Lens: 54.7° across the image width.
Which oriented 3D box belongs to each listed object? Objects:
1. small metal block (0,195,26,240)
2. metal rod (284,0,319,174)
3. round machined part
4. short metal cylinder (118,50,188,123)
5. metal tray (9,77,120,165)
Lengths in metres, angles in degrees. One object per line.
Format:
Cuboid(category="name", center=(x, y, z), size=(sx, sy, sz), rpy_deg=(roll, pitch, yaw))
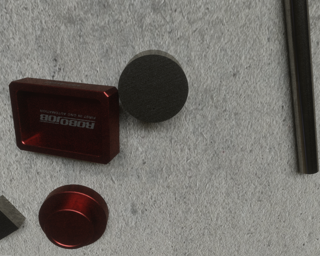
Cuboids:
Cuboid(category="small metal block", center=(-0.239, 0.135, 0.456), size=(0.050, 0.025, 0.050), rpy_deg=(-32, 107, 10))
Cuboid(category="metal rod", center=(0.175, -0.078, 0.383), size=(0.025, 0.025, 0.298), rpy_deg=(-13, 110, 4))
Cuboid(category="round machined part", center=(-0.127, 0.135, 0.449), size=(0.099, 0.042, 0.097), rpy_deg=(0, 110, -1))
Cuboid(category="short metal cylinder", center=(-0.008, -0.052, 0.377), size=(0.081, 0.050, 0.079), rpy_deg=(0, 110, -1))
Cuboid(category="metal tray", center=(-0.116, -0.010, 0.382), size=(0.131, 0.030, 0.089), rpy_deg=(8, 111, 14))
